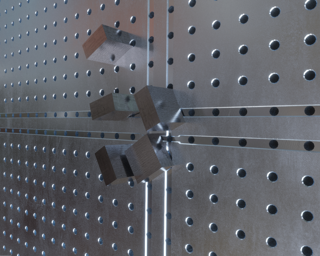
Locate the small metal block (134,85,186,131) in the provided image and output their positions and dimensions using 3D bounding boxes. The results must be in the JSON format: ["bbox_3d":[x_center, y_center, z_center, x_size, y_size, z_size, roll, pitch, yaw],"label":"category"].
[{"bbox_3d":[0.000,-0.024,0.394,0.025,0.050,0.050,-32,70,36],"label":"small metal block"}]

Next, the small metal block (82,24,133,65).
[{"bbox_3d":[-0.077,-0.122,0.458,0.050,0.050,0.025,-32,70,35],"label":"small metal block"}]

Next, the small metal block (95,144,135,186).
[{"bbox_3d":[-0.058,0.052,0.443,0.025,0.050,0.050,-37,68,34],"label":"small metal block"}]

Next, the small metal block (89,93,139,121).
[{"bbox_3d":[-0.064,-0.029,0.448,0.050,0.050,0.025,-18,78,38],"label":"small metal block"}]

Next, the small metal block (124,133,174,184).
[{"bbox_3d":[-0.016,0.042,0.424,0.050,0.025,0.050,-38,67,33],"label":"small metal block"}]
